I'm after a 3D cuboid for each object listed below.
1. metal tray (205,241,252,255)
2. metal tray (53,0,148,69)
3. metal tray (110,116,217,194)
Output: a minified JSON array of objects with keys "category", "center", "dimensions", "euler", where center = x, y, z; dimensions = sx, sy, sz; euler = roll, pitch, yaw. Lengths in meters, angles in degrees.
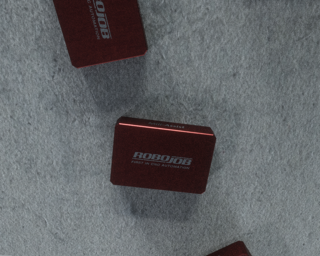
[{"category":"metal tray","center":[0.096,0.247,0.499],"dimensions":[0.130,0.030,0.090],"euler":[-29,108,9]},{"category":"metal tray","center":[-0.071,-0.142,0.354],"dimensions":[0.090,0.030,0.129],"euler":[-11,110,3]},{"category":"metal tray","center":[0.003,0.038,0.421],"dimensions":[0.131,0.030,0.089],"euler":[7,110,-3]}]
